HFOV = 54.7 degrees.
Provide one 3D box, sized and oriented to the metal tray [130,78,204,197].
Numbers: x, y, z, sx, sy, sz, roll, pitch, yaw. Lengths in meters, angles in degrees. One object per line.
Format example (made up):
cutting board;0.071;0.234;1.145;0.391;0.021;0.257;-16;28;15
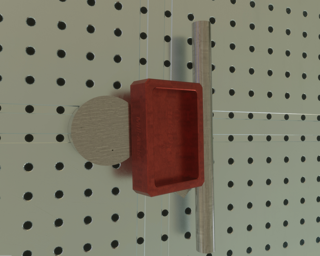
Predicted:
metal tray;0.011;0.010;0.373;0.091;0.030;0.129;-2;91;-40

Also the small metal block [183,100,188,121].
small metal block;0.033;-0.029;0.426;0.050;0.025;0.050;-16;96;-20

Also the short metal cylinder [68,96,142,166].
short metal cylinder;-0.068;0.003;0.374;0.081;0.050;0.079;0;90;-21

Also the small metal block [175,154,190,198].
small metal block;0.024;0.059;0.422;0.050;0.025;0.050;41;77;-16

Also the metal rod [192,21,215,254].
metal rod;0.057;0.012;0.408;0.025;0.025;0.298;-1;91;-20
